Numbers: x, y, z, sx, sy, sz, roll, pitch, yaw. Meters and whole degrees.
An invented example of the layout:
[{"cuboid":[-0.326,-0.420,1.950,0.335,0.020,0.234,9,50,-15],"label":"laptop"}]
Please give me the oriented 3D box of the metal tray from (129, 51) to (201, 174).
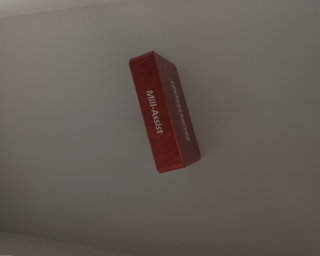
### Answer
[{"cuboid":[0.009,-0.017,0.370,0.030,0.090,0.129,-17,85,18],"label":"metal tray"}]
